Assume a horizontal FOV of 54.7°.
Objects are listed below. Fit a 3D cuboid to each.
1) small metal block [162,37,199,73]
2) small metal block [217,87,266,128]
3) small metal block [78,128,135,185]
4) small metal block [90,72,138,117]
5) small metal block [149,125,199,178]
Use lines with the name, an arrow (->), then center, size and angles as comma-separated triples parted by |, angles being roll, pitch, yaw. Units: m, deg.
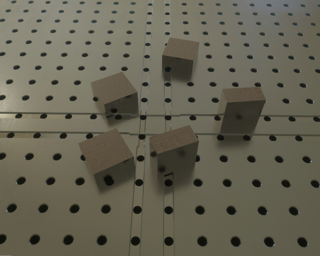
small metal block -> 0.034, -0.121, 0.510 | 0.050, 0.025, 0.050 | 12, 51, 9
small metal block -> 0.108, -0.027, 0.416 | 0.050, 0.050, 0.025 | -4, 50, -4
small metal block -> -0.065, 0.034, 0.378 | 0.050, 0.025, 0.050 | -23, 54, -19
small metal block -> -0.066, -0.050, 0.449 | 0.050, 0.025, 0.050 | -23, 54, -19
small metal block -> 0.016, 0.028, 0.368 | 0.050, 0.050, 0.025 | -17, 52, -14
